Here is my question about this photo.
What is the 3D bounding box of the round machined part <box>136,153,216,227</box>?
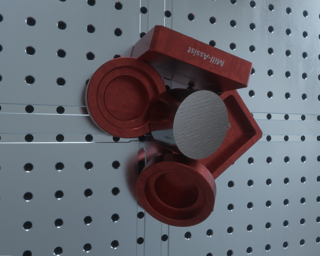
[{"bbox_3d":[0.023,0.074,0.395,0.098,0.042,0.097,7,117,14],"label":"round machined part"}]

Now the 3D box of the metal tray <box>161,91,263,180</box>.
[{"bbox_3d":[0.073,0.013,0.438,0.131,0.030,0.090,-38,103,-16],"label":"metal tray"}]

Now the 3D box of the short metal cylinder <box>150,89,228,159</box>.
[{"bbox_3d":[0.035,-0.007,0.374,0.081,0.050,0.079,-7,102,-31],"label":"short metal cylinder"}]

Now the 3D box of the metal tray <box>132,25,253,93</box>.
[{"bbox_3d":[0.037,-0.081,0.392,0.131,0.090,0.030,16,85,-20],"label":"metal tray"}]

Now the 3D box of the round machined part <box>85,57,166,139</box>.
[{"bbox_3d":[-0.044,-0.036,0.388,0.099,0.042,0.097,0,90,-21],"label":"round machined part"}]
